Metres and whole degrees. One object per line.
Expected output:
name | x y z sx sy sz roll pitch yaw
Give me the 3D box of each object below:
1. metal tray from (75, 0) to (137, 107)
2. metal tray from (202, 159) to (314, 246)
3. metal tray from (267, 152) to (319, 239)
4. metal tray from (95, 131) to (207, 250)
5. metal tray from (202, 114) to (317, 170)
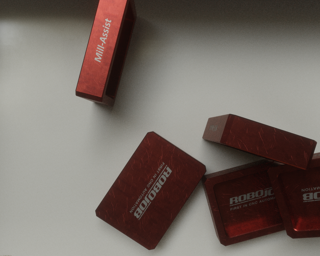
metal tray | -0.062 -0.094 0.378 0.030 0.090 0.129 15 90 0
metal tray | 0.130 0.092 0.410 0.131 0.030 0.089 -15 90 -1
metal tray | 0.200 0.072 0.348 0.130 0.030 0.090 -17 90 32
metal tray | -0.012 0.080 0.409 0.090 0.030 0.130 34 90 -1
metal tray | 0.105 0.014 0.360 0.090 0.130 0.030 18 90 0
